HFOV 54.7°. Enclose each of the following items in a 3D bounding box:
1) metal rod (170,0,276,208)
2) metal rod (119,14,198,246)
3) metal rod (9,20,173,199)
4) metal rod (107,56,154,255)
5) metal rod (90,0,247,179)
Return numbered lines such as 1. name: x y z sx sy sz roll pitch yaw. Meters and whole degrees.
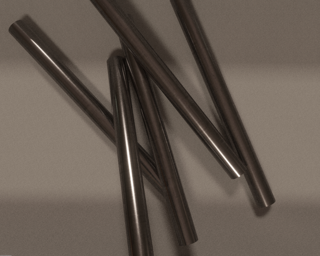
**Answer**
1. metal rod: 0.083 -0.037 0.412 0.025 0.025 0.299 -23 90 0
2. metal rod: -0.007 -0.003 0.395 0.025 0.025 0.299 -16 84 0
3. metal rod: -0.086 -0.024 0.410 0.025 0.025 0.300 -43 91 0
4. metal rod: -0.034 0.046 0.352 0.025 0.025 0.299 -10 66 0
5. metal rod: 0.008 -0.059 0.386 0.025 0.025 0.300 -39 95 0
